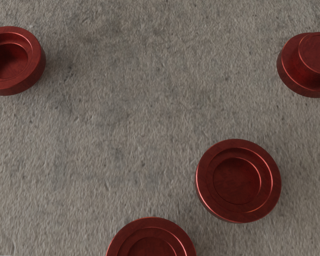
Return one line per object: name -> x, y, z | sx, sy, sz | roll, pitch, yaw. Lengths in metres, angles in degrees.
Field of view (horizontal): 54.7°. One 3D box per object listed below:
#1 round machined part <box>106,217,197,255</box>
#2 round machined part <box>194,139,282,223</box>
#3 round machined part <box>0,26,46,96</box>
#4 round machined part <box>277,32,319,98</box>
round machined part -> -0.009, 0.151, 0.344 | 0.099, 0.042, 0.098 | 0, 70, -1
round machined part -> 0.091, 0.066, 0.376 | 0.099, 0.042, 0.098 | 0, 70, -1
round machined part -> -0.207, -0.088, 0.429 | 0.099, 0.042, 0.098 | 0, 70, -1
round machined part -> 0.221, -0.095, 0.437 | 0.099, 0.042, 0.098 | 0, 70, -1
